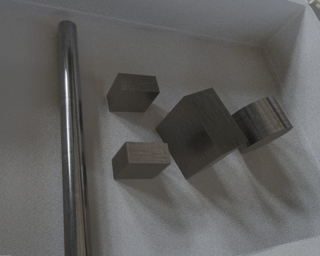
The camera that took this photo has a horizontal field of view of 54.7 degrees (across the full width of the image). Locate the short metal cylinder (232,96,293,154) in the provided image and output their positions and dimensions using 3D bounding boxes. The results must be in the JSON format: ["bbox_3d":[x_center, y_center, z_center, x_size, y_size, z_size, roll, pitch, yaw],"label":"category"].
[{"bbox_3d":[0.143,-0.003,0.452,0.081,0.080,0.050,-13,69,-34],"label":"short metal cylinder"}]

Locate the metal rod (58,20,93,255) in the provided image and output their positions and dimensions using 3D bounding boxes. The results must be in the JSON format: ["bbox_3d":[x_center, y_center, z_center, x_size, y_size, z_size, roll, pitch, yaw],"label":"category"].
[{"bbox_3d":[-0.101,-0.006,0.355,0.025,0.025,0.299,4,60,-27],"label":"metal rod"}]

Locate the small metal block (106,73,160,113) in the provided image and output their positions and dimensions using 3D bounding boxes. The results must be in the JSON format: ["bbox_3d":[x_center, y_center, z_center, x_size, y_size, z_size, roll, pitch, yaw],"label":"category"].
[{"bbox_3d":[-0.036,-0.044,0.398,0.050,0.050,0.025,0,62,-29],"label":"small metal block"}]

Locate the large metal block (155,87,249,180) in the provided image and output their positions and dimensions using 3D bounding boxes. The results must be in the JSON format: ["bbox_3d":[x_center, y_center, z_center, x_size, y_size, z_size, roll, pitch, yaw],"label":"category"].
[{"bbox_3d":[0.050,0.008,0.394,0.050,0.080,0.080,-21,73,-36],"label":"large metal block"}]

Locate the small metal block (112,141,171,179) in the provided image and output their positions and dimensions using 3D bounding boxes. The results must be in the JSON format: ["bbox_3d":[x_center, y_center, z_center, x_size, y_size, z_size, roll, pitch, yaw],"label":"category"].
[{"bbox_3d":[-0.023,0.038,0.355,0.050,0.050,0.025,4,60,-27],"label":"small metal block"}]
